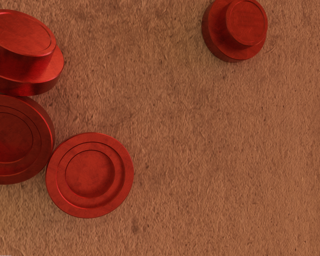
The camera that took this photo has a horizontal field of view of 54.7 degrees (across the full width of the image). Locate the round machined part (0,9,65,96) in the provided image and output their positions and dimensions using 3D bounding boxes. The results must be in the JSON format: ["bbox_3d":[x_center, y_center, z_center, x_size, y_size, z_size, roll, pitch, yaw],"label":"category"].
[{"bbox_3d":[-0.147,-0.083,0.318,0.099,0.042,0.098,23,41,-21],"label":"round machined part"}]

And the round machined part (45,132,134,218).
[{"bbox_3d":[-0.084,0.053,0.369,0.099,0.042,0.097,0,90,-20],"label":"round machined part"}]

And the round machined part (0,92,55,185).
[{"bbox_3d":[-0.163,0.007,0.329,0.099,0.042,0.097,-3,110,-9],"label":"round machined part"}]

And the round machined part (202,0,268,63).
[{"bbox_3d":[0.113,-0.146,0.441,0.099,0.042,0.097,0,90,-20],"label":"round machined part"}]
